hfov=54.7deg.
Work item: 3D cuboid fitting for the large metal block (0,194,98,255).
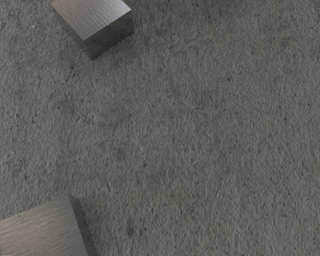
[{"bbox_3d":[-0.123,0.130,0.346,0.080,0.050,0.080,-22,72,-8],"label":"large metal block"}]

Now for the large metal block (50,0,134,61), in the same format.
[{"bbox_3d":[-0.096,-0.160,0.452,0.080,0.050,0.080,-38,75,-13],"label":"large metal block"}]
